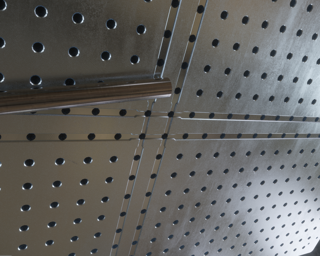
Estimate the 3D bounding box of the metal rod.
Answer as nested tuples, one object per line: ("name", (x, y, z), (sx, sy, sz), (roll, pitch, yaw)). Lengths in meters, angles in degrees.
("metal rod", (-0.127, -0.030, 0.322), (0.302, 0.025, 0.025), (-9, 122, -24))
